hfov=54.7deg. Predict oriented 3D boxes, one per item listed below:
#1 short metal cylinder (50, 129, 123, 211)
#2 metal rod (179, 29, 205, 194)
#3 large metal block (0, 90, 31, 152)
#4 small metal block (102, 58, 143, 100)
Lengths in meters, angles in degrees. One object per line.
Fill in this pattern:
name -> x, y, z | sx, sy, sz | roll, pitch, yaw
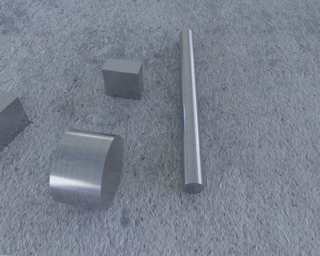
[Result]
short metal cylinder -> -0.074, 0.043, 0.330 | 0.050, 0.080, 0.080 | 8, 51, 6
metal rod -> 0.042, -0.047, 0.443 | 0.025, 0.025, 0.300 | 1, 50, 1
large metal block -> -0.231, -0.009, 0.392 | 0.080, 0.050, 0.080 | 20, 53, 16
small metal block -> -0.052, -0.069, 0.445 | 0.050, 0.050, 0.025 | 8, 51, 6
